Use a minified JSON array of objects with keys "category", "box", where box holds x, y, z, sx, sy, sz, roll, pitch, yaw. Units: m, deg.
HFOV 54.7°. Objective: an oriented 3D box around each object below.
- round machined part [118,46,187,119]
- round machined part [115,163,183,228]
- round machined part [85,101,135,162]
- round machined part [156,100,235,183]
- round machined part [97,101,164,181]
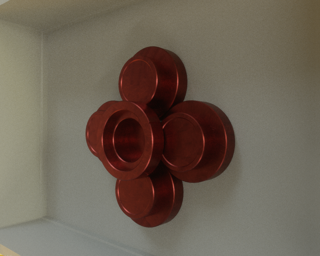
[{"category":"round machined part","box":[-0.016,-0.058,0.405,0.098,0.042,0.097,0,90,40]},{"category":"round machined part","box":[-0.021,0.082,0.411,0.098,0.042,0.097,-2,87,39]},{"category":"round machined part","box":[-0.071,0.009,0.452,0.098,0.042,0.097,0,90,40]},{"category":"round machined part","box":[0.034,0.016,0.365,0.098,0.042,0.097,0,90,40]},{"category":"round machined part","box":[-0.032,0.015,0.392,0.098,0.042,0.097,0,90,40]}]
